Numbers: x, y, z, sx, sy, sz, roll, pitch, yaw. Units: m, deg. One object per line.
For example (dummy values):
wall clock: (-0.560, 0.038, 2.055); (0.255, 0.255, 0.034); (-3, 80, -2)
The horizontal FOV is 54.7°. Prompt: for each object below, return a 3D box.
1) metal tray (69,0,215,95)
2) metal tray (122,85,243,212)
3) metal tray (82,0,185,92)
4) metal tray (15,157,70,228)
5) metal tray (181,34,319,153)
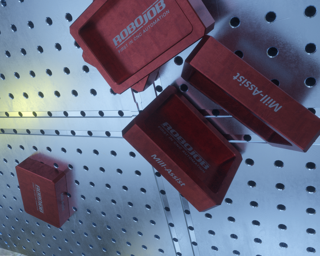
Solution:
metal tray: (-0.023, -0.102, 0.315); (0.130, 0.030, 0.090); (-28, 103, 37)
metal tray: (0.030, 0.021, 0.363); (0.130, 0.090, 0.030); (45, 135, -4)
metal tray: (-0.033, -0.116, 0.351); (0.090, 0.030, 0.129); (30, 128, 8)
metal tray: (-0.227, 0.128, 0.603); (0.090, 0.030, 0.129); (18, 126, 17)
metal tray: (0.083, -0.030, 0.305); (0.130, 0.090, 0.030); (37, 91, 1)
